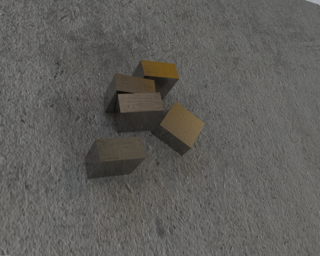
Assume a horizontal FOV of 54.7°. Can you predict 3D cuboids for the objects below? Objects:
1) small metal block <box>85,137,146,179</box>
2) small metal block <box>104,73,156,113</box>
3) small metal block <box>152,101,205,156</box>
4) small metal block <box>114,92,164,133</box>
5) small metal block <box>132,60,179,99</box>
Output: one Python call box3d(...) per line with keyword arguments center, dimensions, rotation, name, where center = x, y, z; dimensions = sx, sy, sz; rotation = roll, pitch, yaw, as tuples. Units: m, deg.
box3d(center=(-0.050, 0.033, 0.340), dimensions=(0.050, 0.050, 0.025), rotation=(-2, 63, -29), name="small metal block")
box3d(center=(-0.039, -0.040, 0.391), dimensions=(0.050, 0.050, 0.025), rotation=(7, 59, -25), name="small metal block")
box3d(center=(0.025, 0.000, 0.417), dimensions=(0.050, 0.025, 0.050), rotation=(37, 51, -4), name="small metal block")
box3d(center=(-0.027, -0.018, 0.378), dimensions=(0.050, 0.050, 0.025), rotation=(-4, 63, -16), name="small metal block")
box3d(center=(-0.010, -0.064, 0.421), dimensions=(0.050, 0.050, 0.025), rotation=(0, 62, -28), name="small metal block")
